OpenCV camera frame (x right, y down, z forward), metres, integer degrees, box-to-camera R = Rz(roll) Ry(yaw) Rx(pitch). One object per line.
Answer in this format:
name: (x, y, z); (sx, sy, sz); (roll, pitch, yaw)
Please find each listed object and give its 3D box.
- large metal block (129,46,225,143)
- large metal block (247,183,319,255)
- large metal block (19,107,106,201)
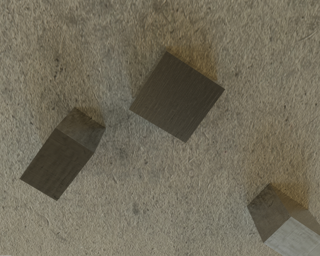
large metal block: (0.019, -0.042, 0.381); (0.080, 0.050, 0.080); (31, 107, -11)
large metal block: (0.179, 0.135, 0.432); (0.080, 0.080, 0.050); (34, 107, -12)
large metal block: (-0.118, 0.030, 0.390); (0.050, 0.080, 0.080); (36, 106, -12)
